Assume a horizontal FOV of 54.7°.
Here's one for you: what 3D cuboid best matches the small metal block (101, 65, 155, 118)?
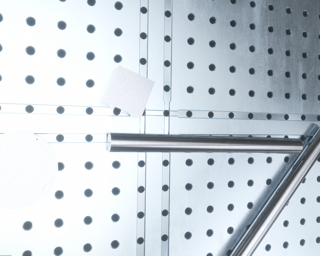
[{"bbox_3d":[-0.041,-0.045,0.398,0.050,0.025,0.050,23,82,-19],"label":"small metal block"}]

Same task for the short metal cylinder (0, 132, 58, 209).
[{"bbox_3d":[-0.156,0.043,0.341,0.081,0.050,0.079,0,90,-21],"label":"short metal cylinder"}]

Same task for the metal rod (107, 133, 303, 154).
[{"bbox_3d":[0.078,0.024,0.442,0.303,0.025,0.025,2,89,-21],"label":"metal rod"}]

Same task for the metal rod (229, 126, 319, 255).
[{"bbox_3d":[0.187,0.111,0.483,0.025,0.025,0.300,45,76,-15],"label":"metal rod"}]
